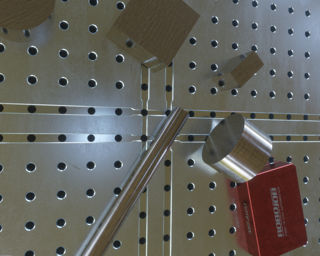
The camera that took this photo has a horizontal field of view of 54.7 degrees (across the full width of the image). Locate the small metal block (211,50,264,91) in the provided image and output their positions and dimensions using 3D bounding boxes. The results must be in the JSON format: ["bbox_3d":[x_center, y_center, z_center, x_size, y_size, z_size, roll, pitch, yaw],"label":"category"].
[{"bbox_3d":[0.109,-0.080,0.439,0.050,0.050,0.025,-43,104,-15],"label":"small metal block"}]

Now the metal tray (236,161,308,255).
[{"bbox_3d":[0.171,0.125,0.473,0.091,0.030,0.129,-12,94,-20],"label":"metal tray"}]

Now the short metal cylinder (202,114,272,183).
[{"bbox_3d":[0.103,0.027,0.421,0.050,0.080,0.080,35,79,-17],"label":"short metal cylinder"}]

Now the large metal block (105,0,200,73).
[{"bbox_3d":[-0.010,-0.130,0.395,0.080,0.050,0.080,34,79,-17],"label":"large metal block"}]

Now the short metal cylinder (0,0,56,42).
[{"bbox_3d":[-0.158,-0.140,0.341,0.081,0.050,0.080,0,90,-20],"label":"short metal cylinder"}]

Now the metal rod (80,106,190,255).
[{"bbox_3d":[-0.049,0.102,0.394,0.025,0.025,0.300,36,79,-17],"label":"metal rod"}]
